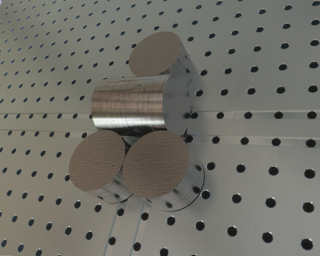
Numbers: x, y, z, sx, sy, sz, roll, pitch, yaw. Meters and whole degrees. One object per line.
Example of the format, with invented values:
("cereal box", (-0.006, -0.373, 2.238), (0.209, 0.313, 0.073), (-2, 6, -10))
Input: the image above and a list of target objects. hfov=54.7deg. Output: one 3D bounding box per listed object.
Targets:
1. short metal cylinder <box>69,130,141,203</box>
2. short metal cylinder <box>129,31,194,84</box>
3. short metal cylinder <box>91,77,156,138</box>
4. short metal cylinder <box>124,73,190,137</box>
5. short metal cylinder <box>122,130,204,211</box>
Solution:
("short metal cylinder", (-0.067, 0.049, 0.394), (0.080, 0.050, 0.080), (-13, 56, 20))
("short metal cylinder", (0.003, -0.091, 0.445), (0.080, 0.050, 0.080), (-13, 56, 20))
("short metal cylinder", (-0.045, -0.027, 0.412), (0.050, 0.080, 0.080), (0, 62, 28))
("short metal cylinder", (-0.001, -0.027, 0.389), (0.050, 0.080, 0.080), (0, 62, 28))
("short metal cylinder", (0.004, 0.049, 0.356), (0.080, 0.050, 0.080), (-13, 56, 20))
